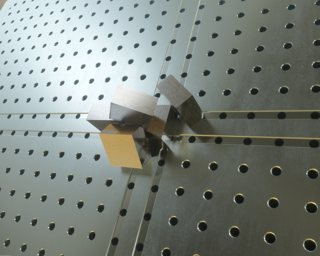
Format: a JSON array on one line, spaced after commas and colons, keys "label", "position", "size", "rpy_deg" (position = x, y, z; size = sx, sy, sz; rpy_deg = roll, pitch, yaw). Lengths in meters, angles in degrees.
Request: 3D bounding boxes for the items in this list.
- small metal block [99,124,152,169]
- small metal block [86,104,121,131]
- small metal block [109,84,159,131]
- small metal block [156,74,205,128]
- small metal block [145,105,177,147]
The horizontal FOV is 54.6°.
[{"label": "small metal block", "position": [-0.044, 0.023, 0.399], "size": [0.050, 0.050, 0.025], "rpy_deg": [1, 31, 29]}, {"label": "small metal block", "position": [-0.065, -0.010, 0.433], "size": [0.050, 0.050, 0.025], "rpy_deg": [1, 63, 30]}, {"label": "small metal block", "position": [-0.033, -0.024, 0.380], "size": [0.050, 0.050, 0.025], "rpy_deg": [18, 67, -4]}, {"label": "small metal block", "position": [0.027, -0.034, 0.400], "size": [0.025, 0.050, 0.050], "rpy_deg": [-40, 51, 1]}, {"label": "small metal block", "position": [-0.009, -0.003, 0.416], "size": [0.050, 0.025, 0.050], "rpy_deg": [2, 63, 28]}]
